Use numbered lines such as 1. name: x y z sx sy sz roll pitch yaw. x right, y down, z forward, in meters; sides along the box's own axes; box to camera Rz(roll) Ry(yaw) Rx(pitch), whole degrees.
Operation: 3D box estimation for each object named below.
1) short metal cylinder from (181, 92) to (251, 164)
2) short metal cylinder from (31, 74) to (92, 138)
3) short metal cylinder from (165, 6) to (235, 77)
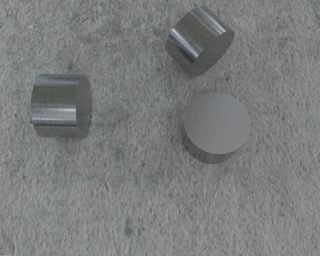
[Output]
1. short metal cylinder: 0.069 0.001 0.395 0.081 0.050 0.080 0 70 0
2. short metal cylinder: -0.120 -0.027 0.387 0.050 0.080 0.080 1 70 0
3. short metal cylinder: 0.054 -0.116 0.422 0.080 0.080 0.050 -38 75 -13
